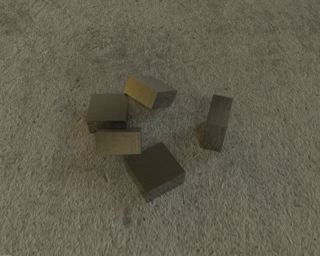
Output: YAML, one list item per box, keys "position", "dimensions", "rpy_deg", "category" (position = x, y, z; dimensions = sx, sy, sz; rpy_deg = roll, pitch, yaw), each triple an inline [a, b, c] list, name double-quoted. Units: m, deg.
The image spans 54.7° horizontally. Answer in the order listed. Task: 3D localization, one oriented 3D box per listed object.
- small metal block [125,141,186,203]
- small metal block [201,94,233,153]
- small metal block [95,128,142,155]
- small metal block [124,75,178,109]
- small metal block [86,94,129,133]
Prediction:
- position: [-0.006, 0.051, 0.361]
  dimensions: [0.050, 0.025, 0.050]
  rpy_deg: [-25, 55, -20]
  category: "small metal block"
- position: [0.072, -0.006, 0.392]
  dimensions: [0.025, 0.050, 0.050]
  rpy_deg: [13, 51, 10]
  category: "small metal block"
- position: [-0.048, 0.015, 0.372]
  dimensions: [0.050, 0.025, 0.050]
  rpy_deg: [-2, 7, -1]
  category: "small metal block"
- position: [-0.013, -0.051, 0.431]
  dimensions: [0.050, 0.025, 0.050]
  rpy_deg: [33, 25, 24]
  category: "small metal block"
- position: [-0.069, -0.020, 0.420]
  dimensions: [0.050, 0.025, 0.050]
  rpy_deg: [0, 50, -1]
  category: "small metal block"
